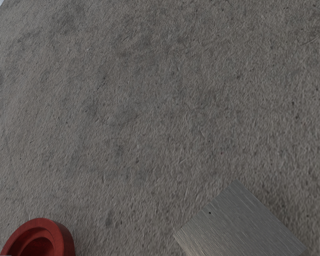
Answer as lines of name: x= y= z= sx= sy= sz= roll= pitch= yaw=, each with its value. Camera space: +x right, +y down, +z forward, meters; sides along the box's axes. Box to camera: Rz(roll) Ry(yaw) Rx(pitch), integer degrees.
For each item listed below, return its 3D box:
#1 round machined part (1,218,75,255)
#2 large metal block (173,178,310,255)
round machined part: x=-0.141 y=0.161 z=0.368 sx=0.098 sy=0.042 sz=0.098 roll=-13 pitch=56 yaw=21
large metal block: x=0.073 y=0.108 z=0.283 sx=0.080 sy=0.050 sz=0.080 roll=-42 pitch=51 yaw=-1
